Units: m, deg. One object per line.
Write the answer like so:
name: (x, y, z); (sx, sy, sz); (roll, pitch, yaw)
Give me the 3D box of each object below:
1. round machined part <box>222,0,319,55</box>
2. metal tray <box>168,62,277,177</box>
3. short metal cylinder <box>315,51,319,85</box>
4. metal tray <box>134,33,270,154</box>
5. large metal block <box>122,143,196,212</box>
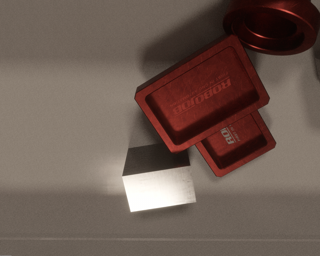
round machined part: (0.122, -0.121, 0.336); (0.099, 0.098, 0.042); (20, 83, -8)
metal tray: (0.081, -0.009, 0.406); (0.090, 0.030, 0.130); (-32, 108, 10)
short metal cylinder: (0.228, -0.070, 0.360); (0.080, 0.080, 0.050); (-19, 109, 6)
metal tray: (0.048, -0.038, 0.362); (0.130, 0.030, 0.090); (-30, 108, 10)
large metal block: (0.000, 0.059, 0.404); (0.080, 0.080, 0.050); (-9, 110, 3)
